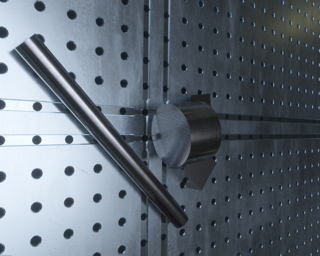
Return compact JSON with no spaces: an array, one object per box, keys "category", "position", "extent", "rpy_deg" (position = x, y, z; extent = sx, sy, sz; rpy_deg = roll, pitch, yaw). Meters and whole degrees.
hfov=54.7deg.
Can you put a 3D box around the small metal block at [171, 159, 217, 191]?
[{"category":"small metal block","position":[0.050,0.055,0.454],"extent":[0.050,0.025,0.050],"rpy_deg":[49,61,-29]}]

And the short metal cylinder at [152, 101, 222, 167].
[{"category":"short metal cylinder","position":[0.033,0.007,0.400],"extent":[0.050,0.080,0.079],"rpy_deg":[-8,95,-35]}]

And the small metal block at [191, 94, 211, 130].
[{"category":"small metal block","position":[0.061,-0.023,0.445],"extent":[0.050,0.025,0.050],"rpy_deg":[-28,114,-80]}]

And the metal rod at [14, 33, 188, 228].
[{"category":"metal rod","position":[-0.051,0.023,0.367],"extent":[0.025,0.025,0.300],"rpy_deg":[-52,121,-27]}]
